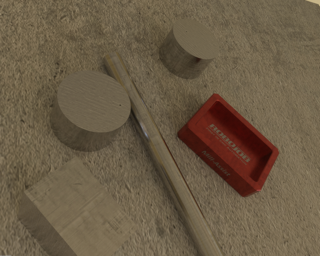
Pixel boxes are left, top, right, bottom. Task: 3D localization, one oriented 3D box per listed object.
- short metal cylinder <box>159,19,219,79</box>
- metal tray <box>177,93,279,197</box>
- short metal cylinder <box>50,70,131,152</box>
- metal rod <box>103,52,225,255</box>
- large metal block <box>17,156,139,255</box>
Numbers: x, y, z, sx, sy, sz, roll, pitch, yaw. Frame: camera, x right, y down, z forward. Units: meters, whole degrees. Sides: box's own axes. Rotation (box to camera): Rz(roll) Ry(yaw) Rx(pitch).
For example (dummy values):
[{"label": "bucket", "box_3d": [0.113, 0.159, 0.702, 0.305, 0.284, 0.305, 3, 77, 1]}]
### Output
[{"label": "short metal cylinder", "box_3d": [0.045, -0.124, 0.488, 0.081, 0.050, 0.080, 14, 56, -21]}, {"label": "metal tray", "box_3d": [0.099, 0.022, 0.440, 0.130, 0.030, 0.090, 43, 51, 1]}, {"label": "short metal cylinder", "box_3d": [-0.080, -0.019, 0.356, 0.081, 0.050, 0.080, 14, 56, -21]}, {"label": "metal rod", "box_3d": [0.000, 0.031, 0.384, 0.025, 0.025, 0.299, -16, 70, -35]}, {"label": "large metal block", "box_3d": [-0.077, 0.084, 0.276, 0.080, 0.080, 0.050, 48, 51, 5]}]
